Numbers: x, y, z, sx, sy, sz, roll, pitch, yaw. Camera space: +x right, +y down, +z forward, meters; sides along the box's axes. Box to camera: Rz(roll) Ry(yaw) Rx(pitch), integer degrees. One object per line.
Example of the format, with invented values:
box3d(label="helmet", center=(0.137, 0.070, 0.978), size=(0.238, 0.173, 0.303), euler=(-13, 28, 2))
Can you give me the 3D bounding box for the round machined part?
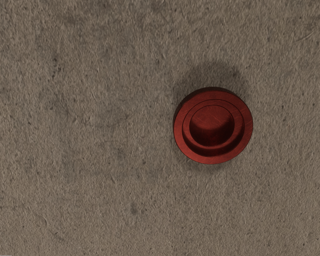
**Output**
box3d(label="round machined part", center=(0.065, -0.006, 0.400), size=(0.099, 0.042, 0.097), euler=(0, 110, -1))
